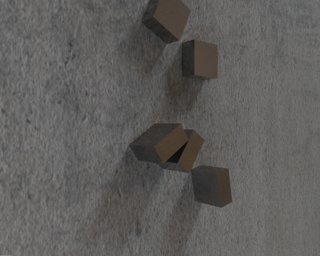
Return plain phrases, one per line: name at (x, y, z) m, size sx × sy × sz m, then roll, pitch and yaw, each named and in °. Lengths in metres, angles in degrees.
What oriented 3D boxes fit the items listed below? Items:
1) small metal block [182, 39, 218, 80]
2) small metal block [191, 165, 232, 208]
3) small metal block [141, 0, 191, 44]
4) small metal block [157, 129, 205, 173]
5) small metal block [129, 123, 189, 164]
small metal block at (0.059, -0.099, 0.457) m, size 0.050 × 0.025 × 0.050 m, roll -1°, pitch 91°, yaw -40°
small metal block at (0.075, 0.084, 0.454) m, size 0.025 × 0.050 × 0.050 m, roll -13°, pitch 99°, yaw -40°
small metal block at (0.009, -0.150, 0.414) m, size 0.050 × 0.025 × 0.050 m, roll 32°, pitch 70°, yaw -36°
small metal block at (0.024, 0.029, 0.411) m, size 0.025 × 0.050 × 0.050 m, roll 42°, pitch 64°, yaw -33°
small metal block at (-0.001, 0.018, 0.389) m, size 0.050 × 0.050 × 0.025 m, roll -40°, pitch 115°, yaw -33°
